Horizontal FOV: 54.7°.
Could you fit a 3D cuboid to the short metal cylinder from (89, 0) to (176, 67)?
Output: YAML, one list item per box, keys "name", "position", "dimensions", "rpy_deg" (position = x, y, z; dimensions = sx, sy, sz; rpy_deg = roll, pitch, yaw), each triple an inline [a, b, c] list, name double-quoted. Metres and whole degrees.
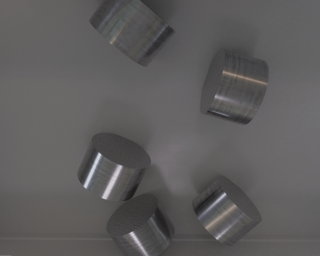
- name: "short metal cylinder"
  position: [-0.029, -0.113, 0.340]
  dimensions: [0.080, 0.080, 0.050]
  rpy_deg: [38, 106, -13]

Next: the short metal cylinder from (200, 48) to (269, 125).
- name: "short metal cylinder"
  position: [0.085, -0.048, 0.365]
  dimensions: [0.050, 0.080, 0.079]
  rpy_deg: [15, 109, -6]

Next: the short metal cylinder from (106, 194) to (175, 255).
- name: "short metal cylinder"
  position: [-0.027, 0.138, 0.433]
  dimensions: [0.080, 0.080, 0.050]
  rpy_deg: [-26, 108, 9]

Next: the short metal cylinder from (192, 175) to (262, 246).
- name: "short metal cylinder"
  position: [0.091, 0.112, 0.424]
  dimensions: [0.080, 0.080, 0.050]
  rpy_deg: [39, 106, -13]

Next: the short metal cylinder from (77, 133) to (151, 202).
- name: "short metal cylinder"
  position: [-0.059, 0.049, 0.399]
  dimensions: [0.080, 0.080, 0.050]
  rpy_deg: [24, 108, -9]
